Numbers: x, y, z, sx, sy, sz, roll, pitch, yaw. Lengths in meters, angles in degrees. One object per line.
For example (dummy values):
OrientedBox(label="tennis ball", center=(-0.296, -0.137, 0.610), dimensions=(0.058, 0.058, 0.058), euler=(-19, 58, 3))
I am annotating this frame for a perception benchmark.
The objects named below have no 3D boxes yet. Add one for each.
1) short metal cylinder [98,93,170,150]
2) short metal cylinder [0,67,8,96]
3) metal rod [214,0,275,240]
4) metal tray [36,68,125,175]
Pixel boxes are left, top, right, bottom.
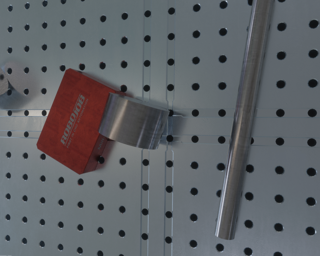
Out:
OrientedBox(label="short metal cylinder", center=(-0.033, -0.010, 0.395), dimensions=(0.080, 0.080, 0.050), euler=(20, 97, 19))
OrientedBox(label="short metal cylinder", center=(-0.291, -0.074, 0.486), dimensions=(0.050, 0.080, 0.080), euler=(-31, 80, 17))
OrientedBox(label="metal rod", center=(0.102, -0.014, 0.376), dimensions=(0.025, 0.025, 0.298), euler=(10, 93, 19))
OrientedBox(label="metal tray", center=(-0.116, -0.010, 0.451), dimensions=(0.090, 0.030, 0.129), euler=(27, 99, 18))
